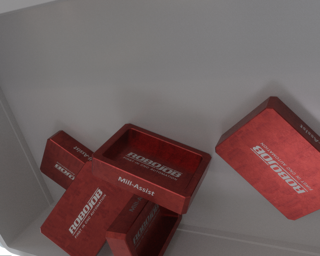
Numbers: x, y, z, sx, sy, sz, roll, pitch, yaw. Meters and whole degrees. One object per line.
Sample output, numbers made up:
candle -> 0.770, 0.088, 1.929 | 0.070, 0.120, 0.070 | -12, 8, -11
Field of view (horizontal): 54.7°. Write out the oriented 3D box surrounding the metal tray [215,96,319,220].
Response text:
metal tray -> 0.141, 0.038, 0.355 | 0.130, 0.030, 0.090 | 43, 129, -2

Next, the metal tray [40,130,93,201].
metal tray -> -0.136, 0.074, 0.523 | 0.130, 0.030, 0.089 | 34, 129, 5

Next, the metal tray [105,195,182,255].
metal tray -> -0.015, 0.135, 0.432 | 0.030, 0.131, 0.090 | -3, 117, 30

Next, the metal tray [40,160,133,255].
metal tray -> -0.103, 0.124, 0.462 | 0.090, 0.030, 0.130 | 35, 91, 7

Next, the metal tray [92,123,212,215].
metal tray -> -0.010, 0.047, 0.400 | 0.130, 0.090, 0.030 | 21, 126, 16
